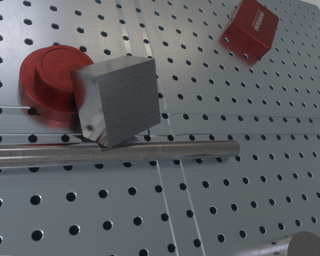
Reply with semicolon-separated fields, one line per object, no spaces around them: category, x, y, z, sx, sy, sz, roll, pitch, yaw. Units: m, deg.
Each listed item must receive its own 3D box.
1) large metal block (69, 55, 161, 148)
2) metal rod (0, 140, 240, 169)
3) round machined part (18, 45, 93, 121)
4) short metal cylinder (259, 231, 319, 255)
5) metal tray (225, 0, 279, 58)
large metal block;-0.048;-0.034;0.358;0.050;0.079;0.081;18;33;41
metal rod;-0.026;0.029;0.376;0.303;0.025;0.025;0;62;-28
round machined part;-0.115;-0.060;0.372;0.099;0.042;0.098;14;56;-21
short metal cylinder;0.169;0.173;0.378;0.081;0.050;0.080;14;56;-21
metal tray;0.192;-0.212;0.638;0.090;0.030;0.130;33;51;-7
